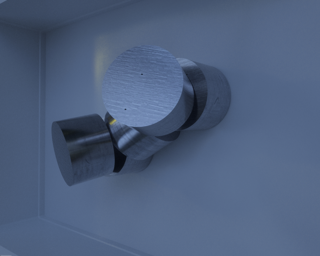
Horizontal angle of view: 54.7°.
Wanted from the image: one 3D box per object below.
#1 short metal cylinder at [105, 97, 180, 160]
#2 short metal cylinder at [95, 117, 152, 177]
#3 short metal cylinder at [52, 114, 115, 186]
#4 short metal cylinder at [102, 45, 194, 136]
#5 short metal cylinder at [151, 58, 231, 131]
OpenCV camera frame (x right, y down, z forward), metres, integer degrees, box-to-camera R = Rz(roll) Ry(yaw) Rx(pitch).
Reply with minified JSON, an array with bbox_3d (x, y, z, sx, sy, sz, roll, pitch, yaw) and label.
[{"bbox_3d":[-0.021,-0.007,0.384,0.050,0.081,0.080,-36,68,34],"label":"short metal cylinder"},{"bbox_3d":[-0.055,0.025,0.432,0.080,0.050,0.079,0,90,39],"label":"short metal cylinder"},{"bbox_3d":[-0.096,0.026,0.381,0.080,0.050,0.079,31,128,51],"label":"short metal cylinder"},{"bbox_3d":[-0.010,-0.035,0.310,0.080,0.050,0.080,-4,77,17],"label":"short metal cylinder"},{"bbox_3d":[0.034,-0.037,0.359,0.080,0.050,0.079,0,90,39],"label":"short metal cylinder"}]
